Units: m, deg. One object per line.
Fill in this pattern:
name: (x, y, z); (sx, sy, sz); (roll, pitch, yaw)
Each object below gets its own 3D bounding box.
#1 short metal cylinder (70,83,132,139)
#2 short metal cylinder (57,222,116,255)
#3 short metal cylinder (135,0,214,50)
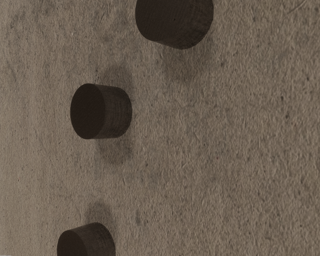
short metal cylinder: (-0.088, -0.024, 0.459); (0.080, 0.050, 0.079); (0, 90, 39)
short metal cylinder: (-0.115, 0.193, 0.481); (0.080, 0.050, 0.079); (0, 90, 39)
short metal cylinder: (0.017, -0.140, 0.373); (0.080, 0.050, 0.079); (0, 90, 39)
